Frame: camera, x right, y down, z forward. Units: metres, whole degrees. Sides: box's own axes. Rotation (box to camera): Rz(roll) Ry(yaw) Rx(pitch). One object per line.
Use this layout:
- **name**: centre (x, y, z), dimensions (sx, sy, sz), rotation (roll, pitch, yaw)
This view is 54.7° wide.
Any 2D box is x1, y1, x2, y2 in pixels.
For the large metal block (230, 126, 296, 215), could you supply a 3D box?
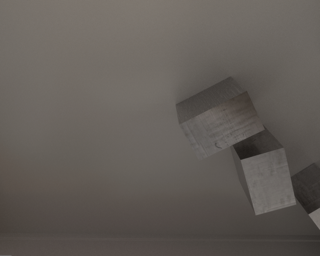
- **large metal block**: centre (0.129, 0.051, 0.402), dimensions (0.050, 0.080, 0.080), rotation (-17, 109, 6)

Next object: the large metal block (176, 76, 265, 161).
- **large metal block**: centre (0.068, -0.015, 0.377), dimensions (0.080, 0.080, 0.050), rotation (-27, 108, 9)

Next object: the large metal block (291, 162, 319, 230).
- **large metal block**: centre (0.227, 0.107, 0.423), dimensions (0.050, 0.080, 0.080), rotation (-37, 106, 12)
